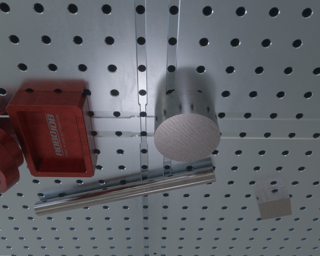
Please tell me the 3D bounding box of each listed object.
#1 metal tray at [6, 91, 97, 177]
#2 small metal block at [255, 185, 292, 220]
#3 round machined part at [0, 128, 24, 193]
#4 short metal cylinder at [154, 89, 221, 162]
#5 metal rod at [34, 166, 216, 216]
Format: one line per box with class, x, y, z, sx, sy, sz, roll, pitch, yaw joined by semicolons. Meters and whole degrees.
metal tray;-0.139;0.013;0.417;0.091;0.030;0.129;1;130;-1
small metal block;0.191;0.127;0.522;0.050;0.025;0.050;-14;129;11
round machined part;-0.222;0.035;0.411;0.098;0.042;0.097;18;131;23
short metal cylinder;0.033;-0.002;0.394;0.081;0.050;0.079;0;130;0
metal rod;-0.061;0.103;0.498;0.301;0.025;0.025;-13;129;10
